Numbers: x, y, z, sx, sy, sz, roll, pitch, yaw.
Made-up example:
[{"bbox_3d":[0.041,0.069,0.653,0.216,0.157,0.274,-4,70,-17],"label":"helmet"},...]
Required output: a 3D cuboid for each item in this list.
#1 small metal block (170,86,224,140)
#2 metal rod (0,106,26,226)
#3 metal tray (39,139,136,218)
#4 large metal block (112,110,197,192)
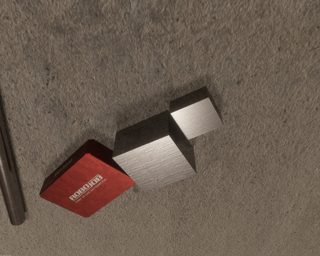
[{"bbox_3d":[0.047,-0.018,0.393,0.050,0.025,0.050,-23,127,17],"label":"small metal block"},{"bbox_3d":[-0.225,0.047,0.443,0.025,0.025,0.298,6,130,-6],"label":"metal rod"},{"bbox_3d":[-0.109,0.081,0.472,0.090,0.030,0.130,36,121,-27],"label":"metal tray"},{"bbox_3d":[-0.006,0.033,0.419,0.080,0.050,0.080,-23,127,18],"label":"large metal block"}]
